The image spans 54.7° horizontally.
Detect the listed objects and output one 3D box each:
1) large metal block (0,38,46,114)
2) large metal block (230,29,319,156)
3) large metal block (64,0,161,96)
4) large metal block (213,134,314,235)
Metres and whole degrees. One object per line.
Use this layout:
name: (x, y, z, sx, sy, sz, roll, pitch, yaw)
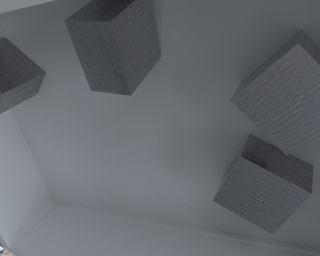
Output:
large metal block: (-0.230, -0.076, 0.448, 0.080, 0.080, 0.050, 41, 129, 0)
large metal block: (0.131, -0.033, 0.303, 0.080, 0.050, 0.080, 44, 129, -3)
large metal block: (-0.043, -0.092, 0.329, 0.050, 0.080, 0.080, 10, 135, 23)
large metal block: (0.121, 0.067, 0.370, 0.080, 0.050, 0.079, 28, 128, 10)
